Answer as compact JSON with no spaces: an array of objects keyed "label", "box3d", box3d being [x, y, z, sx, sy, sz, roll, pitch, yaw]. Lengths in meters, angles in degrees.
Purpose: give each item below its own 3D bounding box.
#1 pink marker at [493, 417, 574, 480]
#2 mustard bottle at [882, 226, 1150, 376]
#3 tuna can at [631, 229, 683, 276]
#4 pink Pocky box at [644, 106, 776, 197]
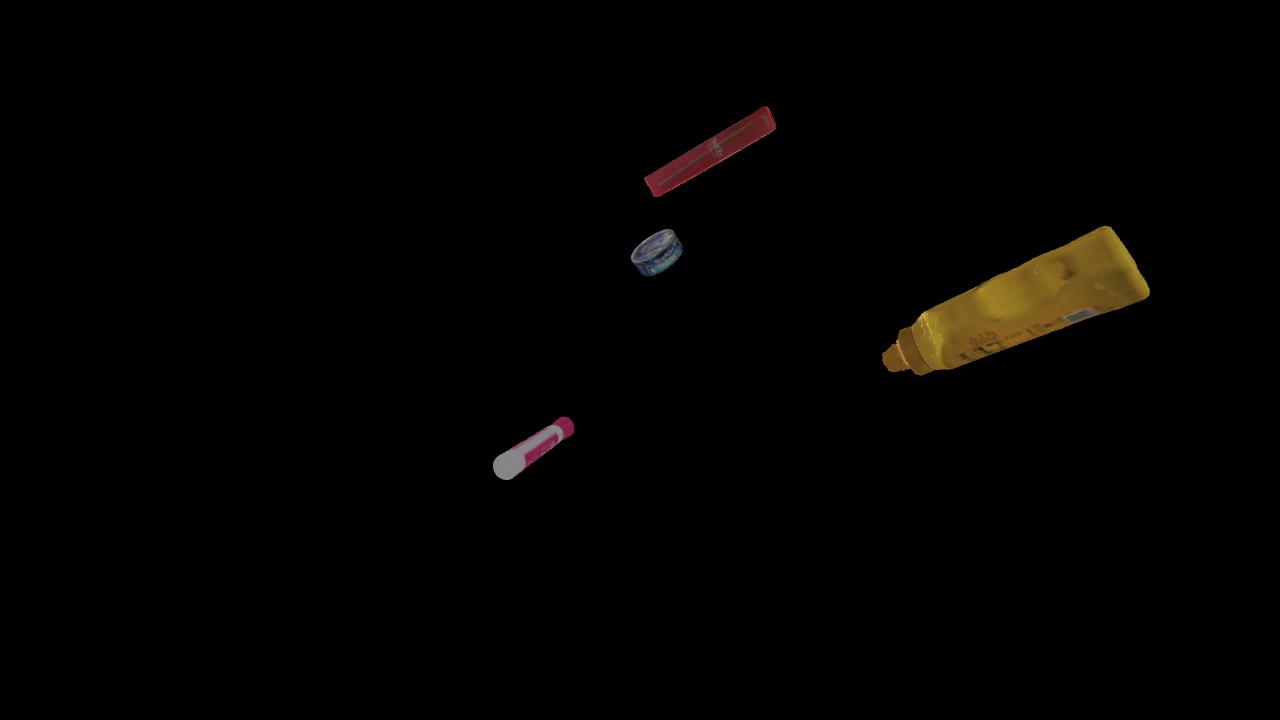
[{"label":"pink marker","box3d":[-0.080,0.067,0.490,0.020,0.020,0.121,0,8,15]},{"label":"mustard bottle","box3d":[0.276,-0.032,0.479,0.092,0.054,0.184,2,-25,-46]},{"label":"tuna can","box3d":[0.028,-0.176,1.012,0.084,0.084,0.034,0,-44,48]},{"label":"pink Pocky box","box3d":[0.082,-0.241,0.715,0.155,0.029,0.084,-26,13,17]}]
